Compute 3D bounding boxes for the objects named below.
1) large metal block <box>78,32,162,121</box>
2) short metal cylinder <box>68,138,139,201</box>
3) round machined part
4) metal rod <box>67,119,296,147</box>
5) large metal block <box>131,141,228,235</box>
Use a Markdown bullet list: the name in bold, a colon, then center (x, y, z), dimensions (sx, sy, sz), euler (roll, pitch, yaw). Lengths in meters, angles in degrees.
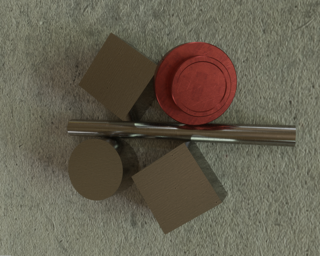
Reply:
- **large metal block**: center (-0.045, -0.065, 0.409), dimensions (0.080, 0.050, 0.080), euler (38, 102, 15)
- **short metal cylinder**: center (-0.076, 0.054, 0.422), dimensions (0.080, 0.050, 0.079), euler (0, 90, 19)
- **round machined part**: center (0.043, -0.050, 0.360), dimensions (0.099, 0.042, 0.097), euler (-2, 105, -8)
- **metal rod**: center (0.013, 0.004, 0.406), dimensions (0.301, 0.025, 0.025), euler (2, 91, 19)
- **large metal block**: center (0.025, 0.072, 0.387), dimensions (0.080, 0.050, 0.080), euler (-35, 79, 16)
